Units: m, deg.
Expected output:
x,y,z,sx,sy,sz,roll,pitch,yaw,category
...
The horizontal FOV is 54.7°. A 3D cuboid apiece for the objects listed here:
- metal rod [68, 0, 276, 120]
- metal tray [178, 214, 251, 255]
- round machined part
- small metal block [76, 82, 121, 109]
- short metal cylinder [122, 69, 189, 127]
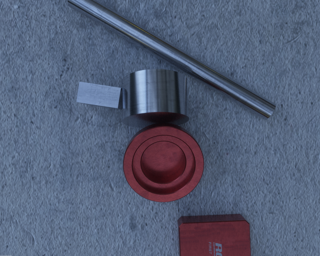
x,y,z,sx,sy,sz,roll,pitch,yaw,category
0.016,-0.097,0.410,0.301,0.025,0.025,30,90,0,metal rod
0.072,0.183,0.408,0.091,0.030,0.129,-2,90,0,metal tray
0.004,0.041,0.395,0.099,0.042,0.097,-1,103,-2,round machined part
-0.074,-0.040,0.397,0.050,0.050,0.025,9,90,0,small metal block
-0.006,-0.033,0.378,0.081,0.080,0.050,-2,77,0,short metal cylinder
